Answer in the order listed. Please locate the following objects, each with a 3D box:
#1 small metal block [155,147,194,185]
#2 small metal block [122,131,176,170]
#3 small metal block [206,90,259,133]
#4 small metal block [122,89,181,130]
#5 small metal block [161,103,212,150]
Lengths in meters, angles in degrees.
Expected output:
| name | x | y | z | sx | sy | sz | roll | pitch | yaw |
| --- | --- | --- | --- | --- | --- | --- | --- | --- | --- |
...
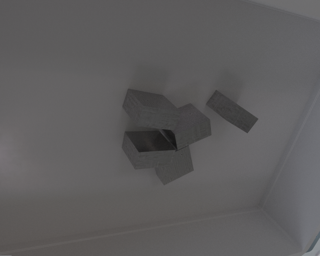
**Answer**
| name | x | y | z | sx | sy | sz | roll | pitch | yaw |
| --- | --- | --- | --- | --- | --- | --- | --- | --- | --- |
| small metal block | 0.018 | 0.048 | 0.448 | 0.050 | 0.025 | 0.050 | -24 | 127 | -14 |
| small metal block | -0.016 | 0.027 | 0.400 | 0.050 | 0.050 | 0.025 | -1 | 119 | -28 |
| small metal block | 0.100 | -0.023 | 0.433 | 0.050 | 0.050 | 0.025 | 26 | 104 | -37 |
| small metal block | -0.011 | -0.022 | 0.372 | 0.050 | 0.050 | 0.025 | 7 | 115 | -32 |
| small metal block | 0.032 | -0.003 | 0.408 | 0.050 | 0.050 | 0.025 | -22 | 127 | -15 |
